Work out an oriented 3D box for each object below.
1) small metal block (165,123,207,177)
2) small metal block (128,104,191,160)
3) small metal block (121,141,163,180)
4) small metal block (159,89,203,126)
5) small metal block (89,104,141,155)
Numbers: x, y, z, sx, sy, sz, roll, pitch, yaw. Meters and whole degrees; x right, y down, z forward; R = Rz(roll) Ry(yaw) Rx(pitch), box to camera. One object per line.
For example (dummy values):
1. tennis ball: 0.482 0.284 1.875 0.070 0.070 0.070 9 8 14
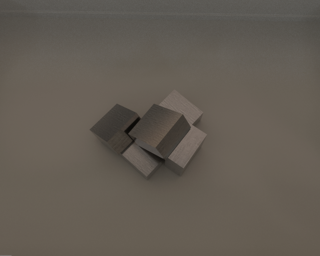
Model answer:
1. small metal block: 0.031 0.028 0.384 0.025 0.050 0.050 34 73 11
2. small metal block: -0.001 0.003 0.367 0.050 0.025 0.050 24 68 44
3. small metal block: -0.018 0.030 0.397 0.050 0.025 0.050 40 75 13
4. small metal block: 0.021 -0.014 0.413 0.050 0.025 0.050 40 75 13
5. small metal block: -0.054 0.000 0.394 0.050 0.025 0.050 -46 38 -15
